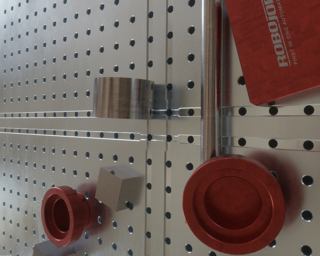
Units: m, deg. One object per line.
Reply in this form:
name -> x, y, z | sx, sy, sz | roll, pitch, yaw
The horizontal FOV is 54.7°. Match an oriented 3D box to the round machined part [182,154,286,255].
round machined part -> 0.075, 0.075, 0.321 | 0.098, 0.042, 0.097 | 2, 96, 15

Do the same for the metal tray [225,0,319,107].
metal tray -> 0.122, -0.095, 0.305 | 0.090, 0.030, 0.129 | -19, 78, 38

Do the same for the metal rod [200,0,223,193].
metal rod -> 0.060, -0.076, 0.359 | 0.025, 0.025, 0.298 | 0, 90, 40

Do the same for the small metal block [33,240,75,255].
small metal block -> -0.188, 0.224, 0.549 | 0.050, 0.050, 0.025 | 26, 107, 37

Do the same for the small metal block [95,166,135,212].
small metal block -> -0.069, 0.090, 0.466 | 0.050, 0.025, 0.050 | 20, 103, 38

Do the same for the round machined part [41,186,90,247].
round machined part -> -0.158, 0.147, 0.529 | 0.098, 0.042, 0.097 | 0, 90, 40

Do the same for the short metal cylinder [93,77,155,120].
short metal cylinder -> -0.048, -0.038, 0.413 | 0.080, 0.081, 0.050 | 5, 93, 40
